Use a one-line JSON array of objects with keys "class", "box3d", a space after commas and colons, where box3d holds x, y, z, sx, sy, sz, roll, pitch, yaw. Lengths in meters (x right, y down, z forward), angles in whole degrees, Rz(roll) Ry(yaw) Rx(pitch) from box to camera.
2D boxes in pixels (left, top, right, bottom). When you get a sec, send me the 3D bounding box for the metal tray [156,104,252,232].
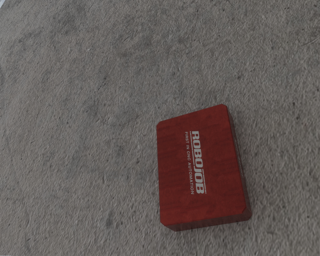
[{"class": "metal tray", "box3d": [0.045, 0.043, 0.352, 0.090, 0.030, 0.130, -16, 55, 19]}]
